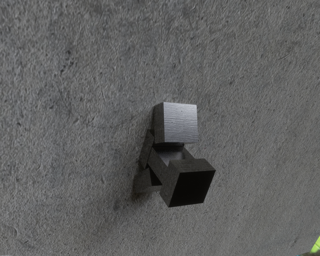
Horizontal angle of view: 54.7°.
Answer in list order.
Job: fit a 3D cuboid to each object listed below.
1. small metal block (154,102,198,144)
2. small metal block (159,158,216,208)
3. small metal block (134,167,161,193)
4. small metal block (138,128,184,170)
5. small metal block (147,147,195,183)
[{"bbox_3d":[0.021,-0.005,0.403,0.050,0.025,0.050,3,81,-30],"label":"small metal block"},{"bbox_3d":[0.032,0.065,0.371,0.050,0.025,0.050,1,118,-29],"label":"small metal block"},{"bbox_3d":[-0.003,0.073,0.438,0.050,0.025,0.050,2,158,-30],"label":"small metal block"},{"bbox_3d":[0.003,0.029,0.431,0.050,0.025,0.050,2,117,-30],"label":"small metal block"},{"bbox_3d":[0.019,0.048,0.401,0.050,0.050,0.025,2,117,-30],"label":"small metal block"}]
